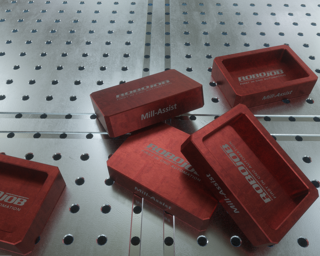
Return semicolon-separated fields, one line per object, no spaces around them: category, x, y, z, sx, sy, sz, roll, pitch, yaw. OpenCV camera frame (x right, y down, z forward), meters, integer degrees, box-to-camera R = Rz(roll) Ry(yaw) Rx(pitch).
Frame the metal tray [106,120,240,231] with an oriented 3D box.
metal tray;0.016;0.048;0.365;0.130;0.030;0.090;26;54;19

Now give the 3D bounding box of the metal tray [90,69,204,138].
metal tray;-0.019;-0.038;0.415;0.131;0.030;0.090;-19;31;-16

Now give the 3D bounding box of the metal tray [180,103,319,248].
metal tray;0.096;0.046;0.332;0.091;0.030;0.130;-31;77;-31

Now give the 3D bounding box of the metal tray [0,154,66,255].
metal tray;-0.184;0.074;0.339;0.131;0.030;0.090;11;51;9

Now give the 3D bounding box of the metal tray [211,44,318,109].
metal tray;0.156;-0.080;0.473;0.131;0.030;0.090;-13;51;-11
